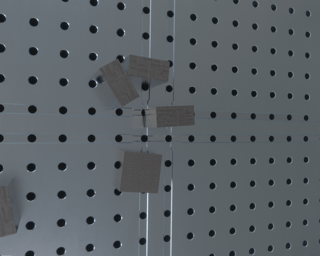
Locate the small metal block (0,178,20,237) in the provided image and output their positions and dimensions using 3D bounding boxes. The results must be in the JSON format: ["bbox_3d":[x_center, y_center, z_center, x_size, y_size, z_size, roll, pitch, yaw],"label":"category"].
[{"bbox_3d":[-0.171,0.086,0.336,0.025,0.050,0.050,-10,94,-20],"label":"small metal block"}]

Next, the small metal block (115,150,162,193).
[{"bbox_3d":[-0.028,0.056,0.402,0.050,0.025,0.050,7,88,-20],"label":"small metal block"}]

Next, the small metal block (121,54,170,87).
[{"bbox_3d":[-0.021,-0.071,0.391,0.050,0.050,0.025,5,88,-20],"label":"small metal block"}]

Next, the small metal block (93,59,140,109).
[{"bbox_3d":[-0.054,-0.052,0.379,0.025,0.050,0.050,-33,101,-16],"label":"small metal block"}]

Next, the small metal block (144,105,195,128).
[{"bbox_3d":[0.011,-0.015,0.403,0.050,0.050,0.025,-4,92,-20],"label":"small metal block"}]
